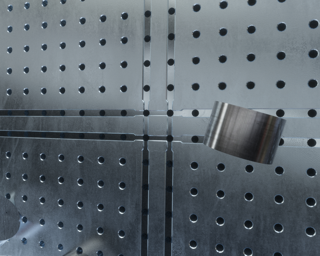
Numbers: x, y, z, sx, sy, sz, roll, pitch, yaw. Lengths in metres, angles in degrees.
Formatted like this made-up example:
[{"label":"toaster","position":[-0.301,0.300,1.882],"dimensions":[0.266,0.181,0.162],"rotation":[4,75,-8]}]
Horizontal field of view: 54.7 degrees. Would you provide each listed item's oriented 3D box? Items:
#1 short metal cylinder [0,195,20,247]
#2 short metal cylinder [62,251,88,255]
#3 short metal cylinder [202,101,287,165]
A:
[{"label":"short metal cylinder","position":[-0.268,0.149,0.478],"dimensions":[0.050,0.080,0.080],"rotation":[-38,78,16]},{"label":"short metal cylinder","position":[-0.133,0.227,0.446],"dimensions":[0.080,0.050,0.079],"rotation":[0,90,20]},{"label":"short metal cylinder","position":[0.094,0.004,0.350],"dimensions":[0.080,0.080,0.050],"rotation":[18,96,19]}]
